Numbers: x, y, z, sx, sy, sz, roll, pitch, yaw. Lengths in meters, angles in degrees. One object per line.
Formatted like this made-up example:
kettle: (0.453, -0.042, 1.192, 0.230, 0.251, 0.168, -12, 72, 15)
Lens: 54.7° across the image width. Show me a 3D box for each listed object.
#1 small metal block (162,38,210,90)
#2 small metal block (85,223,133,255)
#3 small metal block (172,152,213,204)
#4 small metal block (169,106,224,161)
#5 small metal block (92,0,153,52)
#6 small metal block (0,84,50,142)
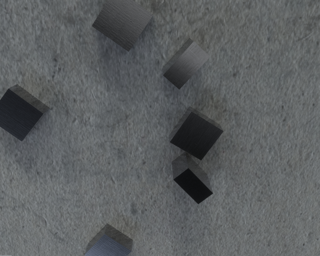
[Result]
small metal block: (0.029, -0.078, 0.368, 0.025, 0.050, 0.050, 40, 105, -14)
small metal block: (-0.078, 0.184, 0.476, 0.050, 0.025, 0.050, 38, 105, -13)
small metal block: (0.043, 0.067, 0.422, 0.025, 0.050, 0.050, -40, 106, 13)
small metal block: (0.047, 0.007, 0.413, 0.050, 0.025, 0.050, 31, 107, -11)
small metal block: (-0.043, -0.126, 0.363, 0.050, 0.025, 0.050, 33, 106, -12)
small metal block: (-0.182, -0.020, 0.400, 0.050, 0.025, 0.050, 39, 105, -14)
